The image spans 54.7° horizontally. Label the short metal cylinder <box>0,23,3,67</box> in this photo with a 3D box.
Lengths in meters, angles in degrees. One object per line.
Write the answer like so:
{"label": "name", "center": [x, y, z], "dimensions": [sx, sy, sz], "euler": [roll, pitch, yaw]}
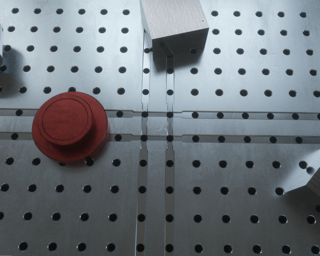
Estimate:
{"label": "short metal cylinder", "center": [-0.260, -0.118, 0.424], "dimensions": [0.081, 0.080, 0.050], "euler": [-8, 70, -3]}

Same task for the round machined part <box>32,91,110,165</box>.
{"label": "round machined part", "center": [-0.118, -0.005, 0.403], "dimensions": [0.099, 0.042, 0.098], "euler": [0, 70, 0]}

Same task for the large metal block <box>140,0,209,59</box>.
{"label": "large metal block", "center": [0.019, -0.156, 0.455], "dimensions": [0.081, 0.050, 0.080], "euler": [-13, 71, -5]}

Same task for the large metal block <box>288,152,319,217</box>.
{"label": "large metal block", "center": [0.221, 0.071, 0.374], "dimensions": [0.080, 0.050, 0.080], "euler": [41, 75, 13]}
